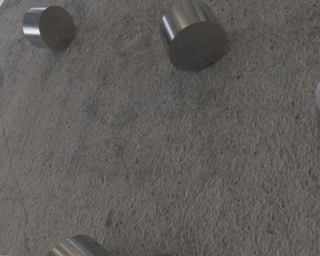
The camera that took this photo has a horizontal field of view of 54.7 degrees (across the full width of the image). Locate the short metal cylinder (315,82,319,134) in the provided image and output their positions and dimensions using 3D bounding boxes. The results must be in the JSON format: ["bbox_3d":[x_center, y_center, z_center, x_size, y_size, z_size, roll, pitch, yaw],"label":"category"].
[{"bbox_3d":[0.195,-0.019,0.297,0.080,0.050,0.080,-13,56,21],"label":"short metal cylinder"}]

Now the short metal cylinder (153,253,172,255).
[{"bbox_3d":[-0.008,0.159,0.275,0.080,0.080,0.050,-42,51,-1],"label":"short metal cylinder"}]

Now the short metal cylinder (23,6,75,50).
[{"bbox_3d":[-0.215,-0.194,0.601,0.050,0.080,0.080,13,69,33],"label":"short metal cylinder"}]

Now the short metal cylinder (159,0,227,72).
[{"bbox_3d":[0.044,-0.124,0.422,0.080,0.080,0.050,-26,53,12],"label":"short metal cylinder"}]

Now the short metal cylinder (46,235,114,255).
[{"bbox_3d":[-0.081,0.158,0.314,0.050,0.080,0.080,22,74,36],"label":"short metal cylinder"}]
